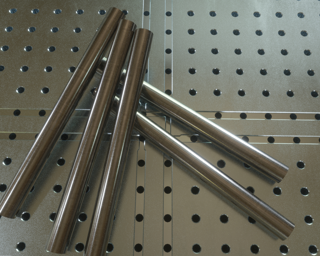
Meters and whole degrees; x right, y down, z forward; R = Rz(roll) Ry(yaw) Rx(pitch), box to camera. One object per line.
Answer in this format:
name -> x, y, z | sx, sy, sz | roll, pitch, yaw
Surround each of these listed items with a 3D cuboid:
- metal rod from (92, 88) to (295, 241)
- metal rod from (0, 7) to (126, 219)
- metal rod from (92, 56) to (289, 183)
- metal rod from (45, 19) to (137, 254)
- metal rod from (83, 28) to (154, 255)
metal rod -> 0.033, 0.037, 0.398 | 0.300, 0.025, 0.025 | 36, 74, 12
metal rod -> -0.122, -0.028, 0.402 | 0.025, 0.025, 0.299 | 24, 78, 8
metal rod -> 0.030, -0.019, 0.418 | 0.301, 0.025, 0.025 | 32, 73, 10
metal rod -> -0.082, 0.001, 0.389 | 0.025, 0.025, 0.299 | 14, 78, 5
metal rod -> -0.049, 0.017, 0.383 | 0.025, 0.025, 0.299 | 11, 78, 3
